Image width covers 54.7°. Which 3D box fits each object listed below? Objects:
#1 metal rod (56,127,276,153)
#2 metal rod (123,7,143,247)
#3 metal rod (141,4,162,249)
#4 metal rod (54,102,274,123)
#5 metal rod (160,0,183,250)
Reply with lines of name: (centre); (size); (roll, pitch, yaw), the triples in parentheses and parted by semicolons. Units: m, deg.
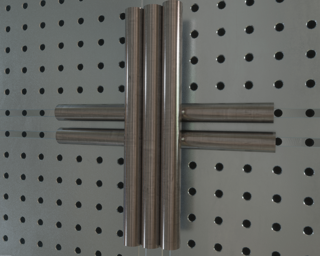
metal rod: (-0.006, 0.014, 0.414); (0.301, 0.025, 0.025); (1, 91, 19)
metal rod: (-0.033, -0.001, 0.397); (0.025, 0.025, 0.298); (1, 90, 19)
metal rod: (-0.010, -0.002, 0.389); (0.025, 0.025, 0.298); (1, 90, 19)
metal rod: (-0.008, -0.021, 0.415); (0.301, 0.025, 0.025); (1, 91, 19)
metal rod: (0.014, -0.003, 0.381); (0.025, 0.025, 0.298); (1, 90, 19)
